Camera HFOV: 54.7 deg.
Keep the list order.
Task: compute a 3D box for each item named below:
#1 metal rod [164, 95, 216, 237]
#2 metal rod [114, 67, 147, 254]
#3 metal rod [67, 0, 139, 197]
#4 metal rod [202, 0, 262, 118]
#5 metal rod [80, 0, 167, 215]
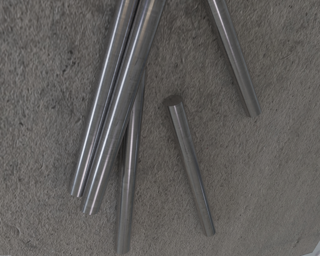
[{"bbox_3d":[0.054,0.078,0.484,0.025,0.025,0.299,-27,128,-11],"label":"metal rod"},{"bbox_3d":[-0.043,0.060,0.420,0.025,0.025,0.298,-7,122,-25],"label":"metal rod"},{"bbox_3d":[-0.059,-0.050,0.343,0.025,0.025,0.298,6,116,-31],"label":"metal rod"},{"bbox_3d":[0.077,-0.121,0.373,0.025,0.025,0.300,-37,129,-4],"label":"metal rod"},{"bbox_3d":[-0.041,-0.030,0.337,0.025,0.025,0.298,7,115,-32],"label":"metal rod"}]
